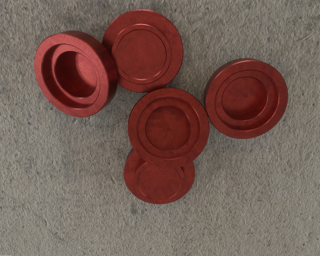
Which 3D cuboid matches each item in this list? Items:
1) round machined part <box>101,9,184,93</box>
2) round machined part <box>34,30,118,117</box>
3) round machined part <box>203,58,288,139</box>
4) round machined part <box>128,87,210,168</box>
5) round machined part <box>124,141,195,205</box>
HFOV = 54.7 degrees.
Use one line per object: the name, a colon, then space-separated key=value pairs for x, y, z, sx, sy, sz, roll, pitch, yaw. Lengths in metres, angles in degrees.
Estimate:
round machined part: x=-0.021 y=-0.089 z=0.368 sx=0.099 sy=0.042 sz=0.097 roll=0 pitch=110 yaw=-1
round machined part: x=-0.094 y=-0.065 z=0.365 sx=0.098 sy=0.042 sz=0.097 roll=10 pitch=119 yaw=18
round machined part: x=0.104 y=-0.039 z=0.389 sx=0.099 sy=0.042 sz=0.097 roll=0 pitch=110 yaw=-1
round machined part: x=0.010 y=0.000 z=0.391 sx=0.099 sy=0.042 sz=0.097 roll=0 pitch=87 yaw=-3
round machined part: x=-0.001 y=0.064 z=0.425 sx=0.099 sy=0.042 sz=0.097 roll=0 pitch=110 yaw=-1
